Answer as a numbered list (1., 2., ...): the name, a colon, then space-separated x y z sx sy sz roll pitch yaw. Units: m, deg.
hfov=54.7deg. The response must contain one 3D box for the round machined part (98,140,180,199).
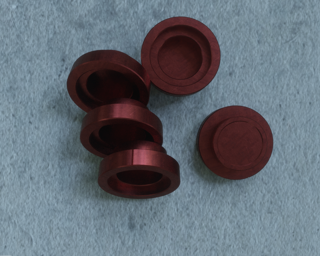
1. round machined part: -0.025 0.050 0.382 0.099 0.098 0.042 -1 56 -1

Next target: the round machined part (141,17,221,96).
1. round machined part: 0.025 -0.089 0.401 0.099 0.042 0.097 0 89 -2

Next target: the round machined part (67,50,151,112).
1. round machined part: -0.060 -0.057 0.383 0.099 0.097 0.042 5 50 -1

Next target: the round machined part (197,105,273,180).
1. round machined part: 0.099 0.019 0.403 0.099 0.042 0.097 0 90 -1

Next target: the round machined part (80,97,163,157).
1. round machined part: -0.046 -0.001 0.382 0.099 0.098 0.042 -1 56 -1
